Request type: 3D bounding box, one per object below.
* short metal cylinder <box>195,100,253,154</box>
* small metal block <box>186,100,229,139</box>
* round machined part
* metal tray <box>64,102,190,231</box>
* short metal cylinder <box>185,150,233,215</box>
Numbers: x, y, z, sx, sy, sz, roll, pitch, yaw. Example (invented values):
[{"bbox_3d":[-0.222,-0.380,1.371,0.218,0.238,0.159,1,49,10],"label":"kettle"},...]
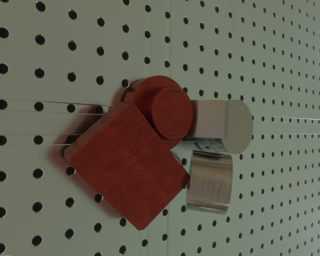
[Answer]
[{"bbox_3d":[0.096,-0.002,0.470,0.081,0.050,0.079,0,90,-40],"label":"short metal cylinder"},{"bbox_3d":[0.065,-0.011,0.419,0.025,0.050,0.050,13,80,-68],"label":"small metal block"},{"bbox_3d":[0.004,-0.019,0.396,0.099,0.042,0.097,0,90,-40],"label":"round machined part"},{"bbox_3d":[-0.033,0.045,0.359,0.090,0.030,0.130,-44,118,-14],"label":"metal tray"},{"bbox_3d":[0.064,0.072,0.415,0.050,0.080,0.080,7,84,4],"label":"short metal cylinder"}]
